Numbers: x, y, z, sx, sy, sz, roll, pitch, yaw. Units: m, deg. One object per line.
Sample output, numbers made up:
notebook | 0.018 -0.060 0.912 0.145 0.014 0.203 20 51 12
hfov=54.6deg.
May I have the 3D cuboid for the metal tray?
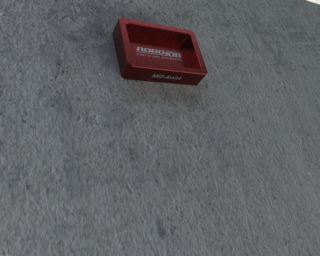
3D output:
metal tray | 0.001 -0.114 0.469 0.131 0.030 0.090 1 61 -28
